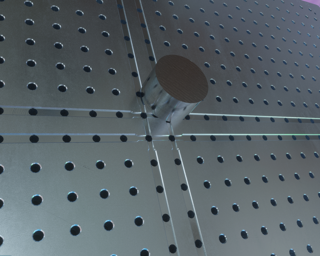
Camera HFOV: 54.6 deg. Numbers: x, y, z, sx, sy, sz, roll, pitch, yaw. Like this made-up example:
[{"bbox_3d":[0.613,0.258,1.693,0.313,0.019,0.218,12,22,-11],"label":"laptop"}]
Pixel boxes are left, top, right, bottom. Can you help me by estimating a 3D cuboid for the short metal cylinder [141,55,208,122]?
[{"bbox_3d":[0.020,-0.056,0.436,0.081,0.050,0.080,14,56,-21],"label":"short metal cylinder"}]
